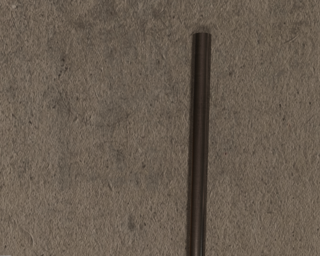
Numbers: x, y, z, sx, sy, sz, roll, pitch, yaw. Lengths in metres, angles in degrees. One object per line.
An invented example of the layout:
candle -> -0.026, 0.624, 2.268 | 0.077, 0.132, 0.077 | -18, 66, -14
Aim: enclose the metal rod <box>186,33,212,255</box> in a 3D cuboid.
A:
metal rod -> 0.051, 0.026, 0.410 | 0.025, 0.025, 0.298 | 2, 90, -1
